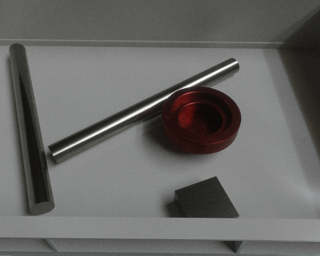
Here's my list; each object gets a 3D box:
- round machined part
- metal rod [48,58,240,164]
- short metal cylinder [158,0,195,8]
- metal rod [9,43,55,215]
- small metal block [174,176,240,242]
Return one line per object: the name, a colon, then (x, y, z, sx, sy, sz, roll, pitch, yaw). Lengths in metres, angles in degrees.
round machined part: (0.051, -0.006, 0.399, 0.099, 0.042, 0.098, 0, 50, 0)
metal rod: (-0.007, -0.033, 0.432, 0.302, 0.025, 0.025, -28, 56, -22)
short metal cylinder: (0.036, -0.292, 0.637, 0.081, 0.050, 0.080, 0, 50, 0)
metal rod: (-0.180, -0.021, 0.420, 0.025, 0.025, 0.300, -17, 52, -14)
small metal block: (0.048, 0.086, 0.333, 0.050, 0.025, 0.050, -17, 52, -14)
